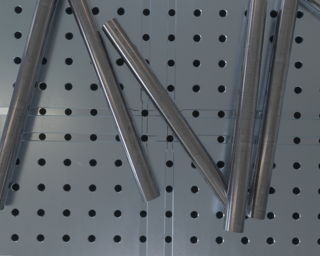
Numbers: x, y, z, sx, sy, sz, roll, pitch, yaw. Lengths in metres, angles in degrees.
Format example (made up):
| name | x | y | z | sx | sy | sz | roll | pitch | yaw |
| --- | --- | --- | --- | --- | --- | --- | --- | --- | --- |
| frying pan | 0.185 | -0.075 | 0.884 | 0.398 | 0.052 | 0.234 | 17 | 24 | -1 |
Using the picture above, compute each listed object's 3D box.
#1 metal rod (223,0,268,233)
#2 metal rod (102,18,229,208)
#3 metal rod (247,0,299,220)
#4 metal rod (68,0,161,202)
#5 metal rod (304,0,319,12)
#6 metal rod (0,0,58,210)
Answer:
| name | x | y | z | sx | sy | sz | roll | pitch | yaw |
| --- | --- | --- | --- | --- | --- | --- | --- | --- | --- |
| metal rod | 0.111 | -0.021 | 0.399 | 0.025 | 0.025 | 0.299 | 8 | 84 | 0 |
| metal rod | 0.017 | -0.014 | 0.413 | 0.025 | 0.025 | 0.299 | -34 | 90 | 0 |
| metal rod | 0.150 | -0.029 | 0.414 | 0.025 | 0.025 | 0.298 | 9 | 90 | 0 |
| metal rod | -0.063 | -0.047 | 0.412 | 0.025 | 0.025 | 0.299 | -20 | 90 | 0 |
| metal rod | 0.167 | -0.207 | 0.414 | 0.300 | 0.025 | 0.025 | 36 | 90 | 0 |
| metal rod | -0.183 | -0.039 | 0.412 | 0.025 | 0.025 | 0.299 | 15 | 90 | 0 |
